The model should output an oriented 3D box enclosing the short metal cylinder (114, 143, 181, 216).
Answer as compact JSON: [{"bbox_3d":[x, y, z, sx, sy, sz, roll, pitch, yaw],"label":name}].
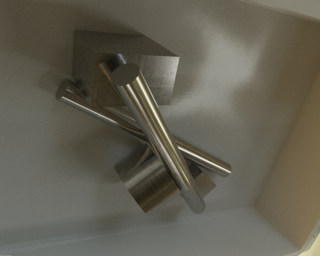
[{"bbox_3d":[-0.016,0.067,0.404,0.050,0.080,0.080,-35,129,-6],"label":"short metal cylinder"}]

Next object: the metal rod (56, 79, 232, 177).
[{"bbox_3d":[0.002,0.014,0.419,0.301,0.025,0.025,28,103,-38],"label":"metal rod"}]

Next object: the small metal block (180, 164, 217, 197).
[{"bbox_3d":[0.055,0.091,0.496,0.050,0.025,0.050,-44,130,2],"label":"small metal block"}]

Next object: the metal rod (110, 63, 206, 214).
[{"bbox_3d":[0.016,0.039,0.366,0.025,0.025,0.299,-35,142,-6],"label":"metal rod"}]

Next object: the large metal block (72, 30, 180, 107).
[{"bbox_3d":[-0.039,-0.062,0.314,0.081,0.080,0.050,-4,120,-27],"label":"large metal block"}]
